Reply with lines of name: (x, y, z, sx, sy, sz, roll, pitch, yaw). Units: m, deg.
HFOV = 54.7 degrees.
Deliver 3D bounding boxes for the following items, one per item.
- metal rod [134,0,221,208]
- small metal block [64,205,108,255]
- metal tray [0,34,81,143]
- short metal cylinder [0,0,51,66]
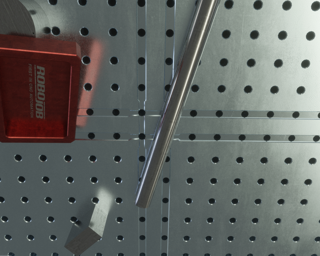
metal rod: (0.017, -0.024, 0.404, 0.025, 0.025, 0.298, 16, 109, -6)
small metal block: (-0.107, 0.150, 0.454, 0.050, 0.050, 0.025, -41, 105, 13)
metal tray: (-0.143, -0.038, 0.359, 0.091, 0.030, 0.129, 1, 132, -19)
short metal cylinder: (-0.174, -0.114, 0.356, 0.081, 0.050, 0.079, 0, 110, -1)
